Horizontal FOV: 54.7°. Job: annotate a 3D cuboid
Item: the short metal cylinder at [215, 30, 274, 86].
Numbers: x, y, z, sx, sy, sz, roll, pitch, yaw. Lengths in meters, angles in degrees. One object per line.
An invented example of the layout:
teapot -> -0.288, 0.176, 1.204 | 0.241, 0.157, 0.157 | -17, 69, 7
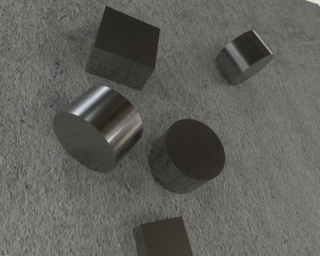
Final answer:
short metal cylinder -> 0.139, -0.115, 0.513 | 0.081, 0.080, 0.050 | -24, 75, -36

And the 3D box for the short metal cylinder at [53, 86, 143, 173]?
short metal cylinder -> -0.066, 0.002, 0.332 | 0.080, 0.080, 0.050 | 41, 51, -1

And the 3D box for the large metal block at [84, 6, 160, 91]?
large metal block -> -0.050, -0.108, 0.427 | 0.081, 0.050, 0.080 | 18, 55, -18

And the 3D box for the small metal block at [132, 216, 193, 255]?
small metal block -> 0.003, 0.126, 0.329 | 0.050, 0.025, 0.050 | -2, 63, -29

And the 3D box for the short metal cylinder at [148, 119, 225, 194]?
short metal cylinder -> 0.033, 0.035, 0.384 | 0.081, 0.050, 0.080 | 14, 56, -21
